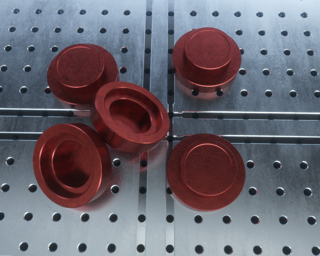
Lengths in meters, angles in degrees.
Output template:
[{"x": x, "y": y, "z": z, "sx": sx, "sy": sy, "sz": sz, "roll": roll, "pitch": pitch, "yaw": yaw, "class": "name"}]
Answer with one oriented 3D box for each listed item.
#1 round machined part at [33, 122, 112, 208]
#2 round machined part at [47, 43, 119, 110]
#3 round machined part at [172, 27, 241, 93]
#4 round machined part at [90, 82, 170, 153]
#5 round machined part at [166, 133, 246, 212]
[{"x": -0.099, "y": 0.042, "z": 0.371, "sx": 0.098, "sy": 0.042, "sz": 0.097, "roll": 2, "pitch": 96, "yaw": 23, "class": "round machined part"}, {"x": -0.108, "y": -0.077, "z": 0.431, "sx": 0.099, "sy": 0.042, "sz": 0.098, "roll": 0, "pitch": 70, "yaw": 0, "class": "round machined part"}, {"x": 0.067, "y": -0.103, "z": 0.441, "sx": 0.099, "sy": 0.042, "sz": 0.098, "roll": 0, "pitch": 70, "yaw": 0, "class": "round machined part"}, {"x": -0.041, "y": -0.009, "z": 0.390, "sx": 0.099, "sy": 0.042, "sz": 0.098, "roll": 19, "pitch": 44, "yaw": -20, "class": "round machined part"}, {"x": 0.057, "y": 0.052, "z": 0.384, "sx": 0.099, "sy": 0.042, "sz": 0.098, "roll": 0, "pitch": 70, "yaw": 0, "class": "round machined part"}]
